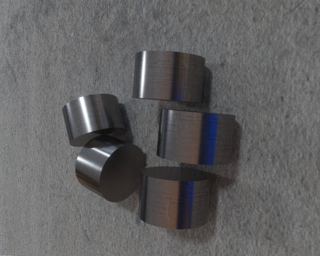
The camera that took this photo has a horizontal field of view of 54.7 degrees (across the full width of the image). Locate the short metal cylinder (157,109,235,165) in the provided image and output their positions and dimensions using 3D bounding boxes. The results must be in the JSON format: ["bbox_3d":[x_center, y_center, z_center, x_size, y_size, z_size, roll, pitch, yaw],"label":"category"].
[{"bbox_3d":[0.038,0.007,0.336,0.080,0.081,0.050,8,96,39],"label":"short metal cylinder"}]

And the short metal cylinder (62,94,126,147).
[{"bbox_3d":[-0.094,-0.009,0.444,0.080,0.081,0.050,-27,74,36],"label":"short metal cylinder"}]

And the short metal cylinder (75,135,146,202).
[{"bbox_3d":[-0.066,0.054,0.421,0.050,0.081,0.079,18,101,38],"label":"short metal cylinder"}]

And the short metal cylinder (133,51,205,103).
[{"bbox_3d":[0.010,-0.057,0.359,0.080,0.081,0.050,8,95,39],"label":"short metal cylinder"}]

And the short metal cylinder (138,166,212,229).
[{"bbox_3d":[0.017,0.076,0.354,0.080,0.081,0.050,6,94,39],"label":"short metal cylinder"}]
